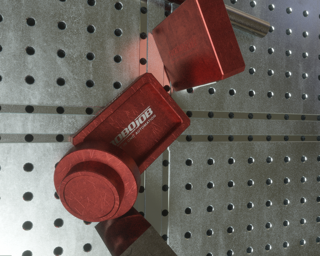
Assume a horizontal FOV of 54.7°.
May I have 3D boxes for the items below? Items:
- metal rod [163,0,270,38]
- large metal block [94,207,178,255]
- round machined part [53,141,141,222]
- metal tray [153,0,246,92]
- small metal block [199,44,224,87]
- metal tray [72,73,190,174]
[{"bbox_3d":[0.021,-0.182,0.421,0.302,0.025,0.025,13,86,-20],"label":"metal rod"},{"bbox_3d":[-0.024,0.142,0.369,0.050,0.080,0.080,-41,114,-15],"label":"large metal block"},{"bbox_3d":[-0.074,0.067,0.352,0.099,0.042,0.097,2,114,6],"label":"round machined part"},{"bbox_3d":[0.040,-0.097,0.372,0.030,0.130,0.090,-24,99,-19],"label":"metal tray"},{"bbox_3d":[0.062,-0.087,0.423,0.025,0.050,0.050,-34,102,-17],"label":"small metal block"},{"bbox_3d":[-0.035,0.004,0.397,0.130,0.030,0.090,-45,104,-15],"label":"metal tray"}]
